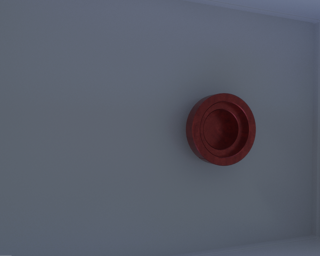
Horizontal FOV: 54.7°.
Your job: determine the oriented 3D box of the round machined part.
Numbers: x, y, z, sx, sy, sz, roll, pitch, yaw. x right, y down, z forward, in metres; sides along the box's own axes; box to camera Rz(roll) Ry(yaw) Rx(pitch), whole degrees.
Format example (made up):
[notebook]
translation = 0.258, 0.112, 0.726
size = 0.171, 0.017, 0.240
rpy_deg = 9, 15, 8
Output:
[round machined part]
translation = 0.080, 0.002, 0.433
size = 0.099, 0.042, 0.097
rpy_deg = 0, 90, -21
